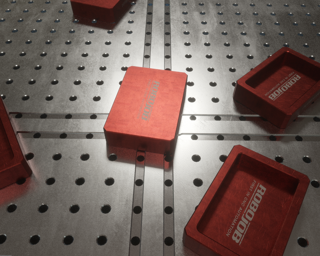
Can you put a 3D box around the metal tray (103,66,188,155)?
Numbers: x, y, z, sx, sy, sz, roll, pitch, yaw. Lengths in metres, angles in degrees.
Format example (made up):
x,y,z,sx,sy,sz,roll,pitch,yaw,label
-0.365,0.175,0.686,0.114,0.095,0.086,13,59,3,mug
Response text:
x,y,z,sx,sy,sz,roll,pitch,yaw,label
-0.015,-0.030,0.429,0.090,0.030,0.130,9,50,6,metal tray

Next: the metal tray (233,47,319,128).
x,y,z,sx,sy,sz,roll,pitch,yaw,label
0.184,-0.065,0.461,0.131,0.030,0.090,-36,59,-27,metal tray

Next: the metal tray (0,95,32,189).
x,y,z,sx,sy,sz,roll,pitch,yaw,label
-0.225,0.021,0.383,0.091,0.030,0.130,-24,54,-20,metal tray

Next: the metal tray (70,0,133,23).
x,y,z,sx,sy,sz,roll,pitch,yaw,label
-0.108,-0.266,0.627,0.090,0.030,0.130,16,52,12,metal tray

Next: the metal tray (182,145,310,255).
x,y,z,sx,sy,sz,roll,pitch,yaw,label
0.094,0.087,0.332,0.090,0.030,0.130,26,54,20,metal tray
